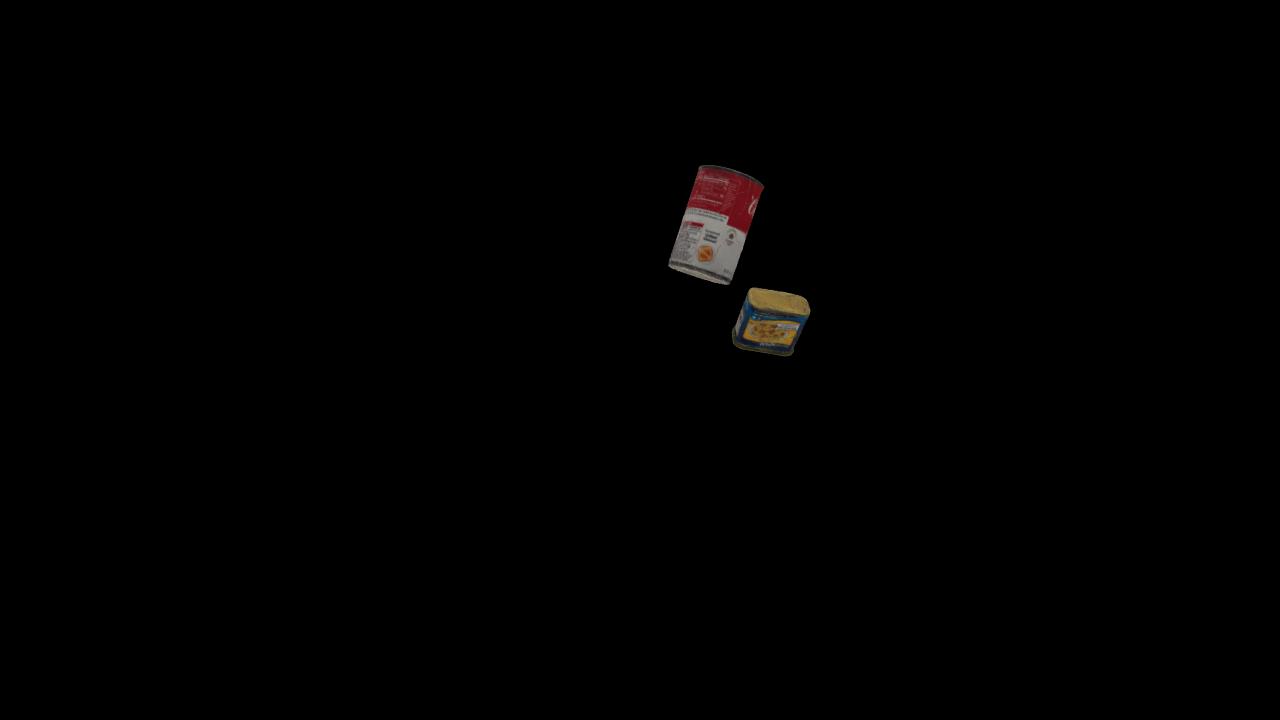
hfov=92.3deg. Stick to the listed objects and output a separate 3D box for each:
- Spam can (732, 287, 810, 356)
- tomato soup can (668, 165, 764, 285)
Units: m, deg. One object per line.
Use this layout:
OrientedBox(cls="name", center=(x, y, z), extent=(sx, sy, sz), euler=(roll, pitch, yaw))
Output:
OrientedBox(cls="Spam can", center=(0.204, -0.060, 0.961), extent=(0.101, 0.085, 0.058), euler=(8, 43, -5))
OrientedBox(cls="tomato soup can", center=(0.074, -0.131, 0.607), extent=(0.068, 0.101, 0.068), euler=(18, 4, -1))
